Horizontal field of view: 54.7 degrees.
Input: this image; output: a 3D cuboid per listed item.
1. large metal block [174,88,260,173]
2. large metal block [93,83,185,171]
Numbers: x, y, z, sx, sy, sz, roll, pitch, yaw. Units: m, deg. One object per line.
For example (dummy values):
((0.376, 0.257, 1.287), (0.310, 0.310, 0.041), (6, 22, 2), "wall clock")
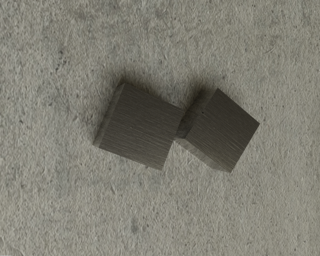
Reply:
((0.074, 0.004, 0.423), (0.080, 0.050, 0.080), (37, 78, -17), "large metal block")
((-0.028, 0.000, 0.385), (0.080, 0.050, 0.080), (23, 82, -19), "large metal block")
